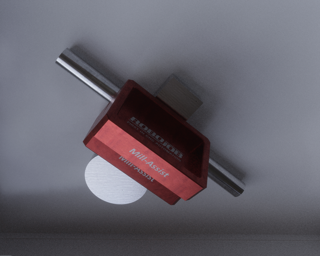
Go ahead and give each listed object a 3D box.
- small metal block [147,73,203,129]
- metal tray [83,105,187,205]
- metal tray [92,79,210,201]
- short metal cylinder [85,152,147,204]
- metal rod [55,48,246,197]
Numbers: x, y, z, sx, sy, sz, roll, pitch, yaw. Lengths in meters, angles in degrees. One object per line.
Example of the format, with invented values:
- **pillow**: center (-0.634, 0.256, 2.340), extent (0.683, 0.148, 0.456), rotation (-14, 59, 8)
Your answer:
- **small metal block**: center (0.019, -0.033, 0.398), extent (0.050, 0.025, 0.050), rotation (39, 105, -14)
- **metal tray**: center (-0.025, 0.029, 0.386), extent (0.130, 0.090, 0.030), rotation (37, 106, -13)
- **metal tray**: center (-0.002, 0.011, 0.352), extent (0.130, 0.090, 0.030), rotation (37, 123, -13)
- **short metal cylinder**: center (-0.052, 0.053, 0.409), extent (0.080, 0.050, 0.079), rotation (2, 117, 4)
- **metal rod**: center (-0.003, 0.000, 0.411), extent (0.301, 0.025, 0.025), rotation (37, 106, -13)
